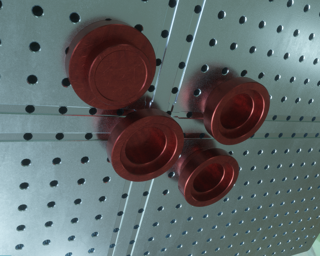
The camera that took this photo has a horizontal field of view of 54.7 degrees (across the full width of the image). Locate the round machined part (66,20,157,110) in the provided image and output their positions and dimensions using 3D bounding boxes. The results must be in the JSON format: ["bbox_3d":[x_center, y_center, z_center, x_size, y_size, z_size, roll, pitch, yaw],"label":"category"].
[{"bbox_3d":[-0.048,-0.063,0.336,0.099,0.042,0.097,-14,125,-21],"label":"round machined part"}]

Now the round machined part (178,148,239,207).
[{"bbox_3d":[0.071,0.072,0.486,0.099,0.042,0.097,-14,125,-21],"label":"round machined part"}]

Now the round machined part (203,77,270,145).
[{"bbox_3d":[0.104,-0.028,0.442,0.099,0.042,0.097,-14,125,-21],"label":"round machined part"}]

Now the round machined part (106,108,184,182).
[{"bbox_3d":[-0.022,0.018,0.401,0.099,0.042,0.097,-14,125,-21],"label":"round machined part"}]
